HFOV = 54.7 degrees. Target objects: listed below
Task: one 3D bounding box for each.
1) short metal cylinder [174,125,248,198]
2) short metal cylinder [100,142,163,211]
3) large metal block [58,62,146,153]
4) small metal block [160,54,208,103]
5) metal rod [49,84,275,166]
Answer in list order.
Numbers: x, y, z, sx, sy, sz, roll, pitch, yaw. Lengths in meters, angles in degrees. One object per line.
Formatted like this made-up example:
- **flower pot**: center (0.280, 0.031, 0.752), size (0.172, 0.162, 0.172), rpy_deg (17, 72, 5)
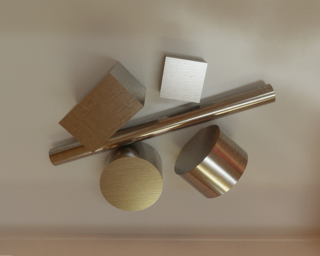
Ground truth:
- **short metal cylinder**: center (0.064, 0.042, 0.397), size (0.050, 0.080, 0.080), rpy_deg (41, 105, -14)
- **short metal cylinder**: center (-0.037, 0.064, 0.419), size (0.081, 0.050, 0.079), rpy_deg (0, 110, -1)
- **large metal block**: center (-0.064, -0.028, 0.370), size (0.080, 0.080, 0.050), rpy_deg (-41, 105, 13)
- **small metal block**: center (0.028, -0.062, 0.387), size (0.050, 0.025, 0.050), rpy_deg (8, 110, -4)
- **metal rod**: center (-0.001, -0.002, 0.409), size (0.301, 0.025, 0.025), rpy_deg (-16, 110, 5)
